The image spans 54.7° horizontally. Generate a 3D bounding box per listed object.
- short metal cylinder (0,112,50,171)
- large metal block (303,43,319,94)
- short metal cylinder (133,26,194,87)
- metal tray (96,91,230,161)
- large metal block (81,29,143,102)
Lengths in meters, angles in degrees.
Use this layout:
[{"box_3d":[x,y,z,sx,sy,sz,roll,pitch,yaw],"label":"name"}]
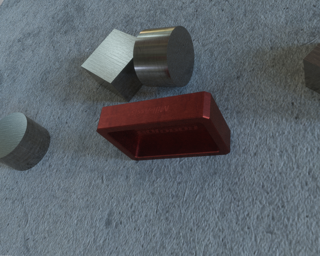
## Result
[{"box_3d":[-0.224,0.022,0.492,0.080,0.050,0.080,-13,56,21],"label":"short metal cylinder"},{"box_3d":[0.211,-0.066,0.318,0.080,0.050,0.080,-44,51,-2],"label":"large metal block"},{"box_3d":[0.007,-0.096,0.424,0.050,0.080,0.080,5,64,30],"label":"short metal cylinder"},{"box_3d":[0.006,0.003,0.356,0.130,0.090,0.030,-7,59,25],"label":"metal tray"},{"box_3d":[-0.060,-0.098,0.479,0.080,0.050,0.080,32,80,38],"label":"large metal block"}]
